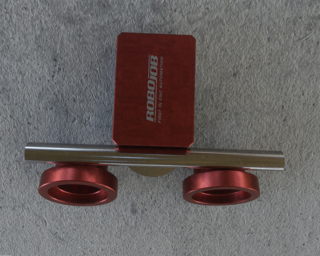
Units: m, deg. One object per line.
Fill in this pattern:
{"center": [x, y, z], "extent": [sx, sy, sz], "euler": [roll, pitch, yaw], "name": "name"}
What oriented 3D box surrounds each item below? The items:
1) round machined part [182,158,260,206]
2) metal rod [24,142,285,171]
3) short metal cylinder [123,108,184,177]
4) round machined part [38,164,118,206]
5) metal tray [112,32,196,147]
{"center": [0.079, 0.071, 0.411], "extent": [0.099, 0.042, 0.098], "euler": [0, 153, 0], "name": "round machined part"}
{"center": [-0.005, 0.035, 0.371], "extent": [0.302, 0.025, 0.025], "euler": [2, 110, -2], "name": "metal rod"}
{"center": [-0.009, 0.016, 0.404], "extent": [0.081, 0.050, 0.079], "euler": [0, 110, -1], "name": "short metal cylinder"}
{"center": [-0.105, 0.068, 0.408], "extent": [0.099, 0.042, 0.098], "euler": [-1, 149, 0], "name": "round machined part"}
{"center": [-0.006, -0.043, 0.364], "extent": [0.091, 0.030, 0.129], "euler": [2, 84, -2], "name": "metal tray"}
